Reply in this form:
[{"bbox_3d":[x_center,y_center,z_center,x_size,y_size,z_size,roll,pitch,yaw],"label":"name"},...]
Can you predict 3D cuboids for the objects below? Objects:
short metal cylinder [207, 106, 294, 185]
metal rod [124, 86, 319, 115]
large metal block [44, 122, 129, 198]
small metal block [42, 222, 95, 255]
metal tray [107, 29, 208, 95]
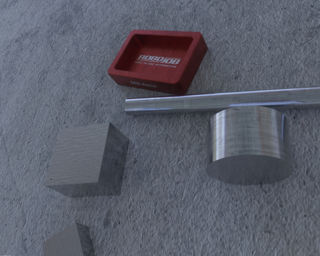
[{"bbox_3d":[0.088,0.020,0.310,0.080,0.080,0.050,-8,59,24],"label":"short metal cylinder"},{"bbox_3d":[0.090,-0.032,0.375,0.300,0.025,0.025,-1,62,27],"label":"metal rod"},{"bbox_3d":[-0.093,0.044,0.408,0.080,0.050,0.080,-8,58,23],"label":"large metal block"},{"bbox_3d":[-0.107,0.149,0.367,0.050,0.025,0.050,-33,52,6],"label":"small metal block"},{"bbox_3d":[-0.005,-0.102,0.464,0.130,0.030,0.090,14,69,33],"label":"metal tray"}]
